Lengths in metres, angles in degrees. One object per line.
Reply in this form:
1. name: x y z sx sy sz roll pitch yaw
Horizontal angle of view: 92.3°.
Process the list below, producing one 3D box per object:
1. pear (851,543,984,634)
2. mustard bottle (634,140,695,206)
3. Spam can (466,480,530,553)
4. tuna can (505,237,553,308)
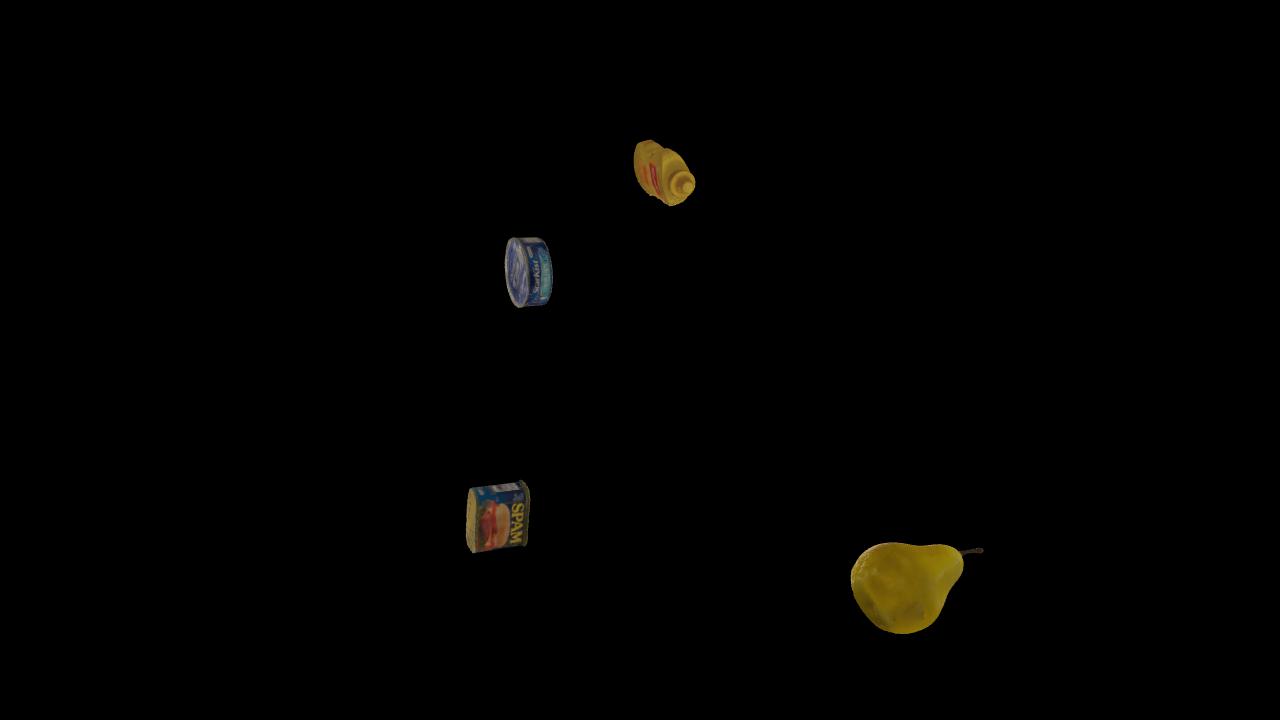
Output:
1. pear: 0.242 0.185 0.536 0.111 0.080 0.080 -25 7 -15
2. mustard bottle: 0.044 -0.300 1.001 0.054 0.092 0.184 -14 31 -14
3. Spam can: -0.222 0.244 0.958 0.085 0.101 0.058 -1 14 -29
4. tuna can: -0.135 -0.106 0.743 0.034 0.084 0.084 -8 4 -28
